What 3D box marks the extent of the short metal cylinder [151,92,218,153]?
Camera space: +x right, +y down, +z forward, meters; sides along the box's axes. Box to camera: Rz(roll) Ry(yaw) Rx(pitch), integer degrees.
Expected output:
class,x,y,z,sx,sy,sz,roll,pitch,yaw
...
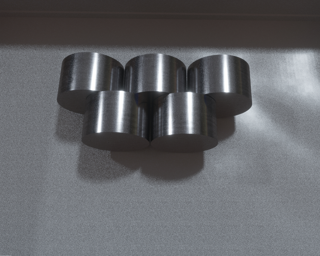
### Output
class,x,y,z,sx,sy,sz,roll,pitch,yaw
short metal cylinder,0.029,-0.004,0.380,0.080,0.080,0.050,1,70,0

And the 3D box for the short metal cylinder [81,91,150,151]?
class,x,y,z,sx,sy,sz,roll,pitch,yaw
short metal cylinder,-0.053,-0.006,0.380,0.080,0.080,0.050,1,70,0

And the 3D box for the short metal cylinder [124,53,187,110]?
class,x,y,z,sx,sy,sz,roll,pitch,yaw
short metal cylinder,-0.006,-0.052,0.397,0.080,0.080,0.050,1,70,0

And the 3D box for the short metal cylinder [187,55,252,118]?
class,x,y,z,sx,sy,sz,roll,pitch,yaw
short metal cylinder,0.075,-0.051,0.397,0.080,0.080,0.050,2,70,0

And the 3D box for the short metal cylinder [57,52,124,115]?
class,x,y,z,sx,sy,sz,roll,pitch,yaw
short metal cylinder,-0.087,-0.054,0.398,0.080,0.080,0.050,1,70,0
